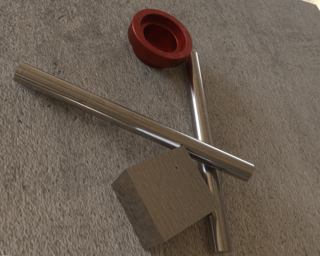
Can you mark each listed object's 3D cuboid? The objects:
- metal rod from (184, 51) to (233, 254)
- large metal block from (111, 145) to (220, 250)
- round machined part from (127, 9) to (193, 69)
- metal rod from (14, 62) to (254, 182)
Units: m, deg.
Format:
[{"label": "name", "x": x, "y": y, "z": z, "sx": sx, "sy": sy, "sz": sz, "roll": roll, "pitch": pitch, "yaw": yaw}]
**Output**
[{"label": "metal rod", "x": 0.060, "y": 0.013, "z": 0.429, "sx": 0.025, "sy": 0.025, "sz": 0.299, "roll": 10, "pitch": 58, "yaw": -24}, {"label": "large metal block", "x": 0.005, "y": 0.076, "z": 0.346, "sx": 0.081, "sy": 0.050, "sz": 0.080, "roll": -19, "pitch": 72, "yaw": -36}, {"label": "round machined part", "x": -0.003, "y": -0.130, "z": 0.472, "sx": 0.099, "sy": 0.042, "sz": 0.098, "roll": 14, "pitch": 56, "yaw": -21}, {"label": "metal rod", "x": -0.025, "y": -0.004, "z": 0.374, "sx": 0.301, "sy": 0.025, "sz": 0.025, "roll": 24, "pitch": 53, "yaw": -7}]
